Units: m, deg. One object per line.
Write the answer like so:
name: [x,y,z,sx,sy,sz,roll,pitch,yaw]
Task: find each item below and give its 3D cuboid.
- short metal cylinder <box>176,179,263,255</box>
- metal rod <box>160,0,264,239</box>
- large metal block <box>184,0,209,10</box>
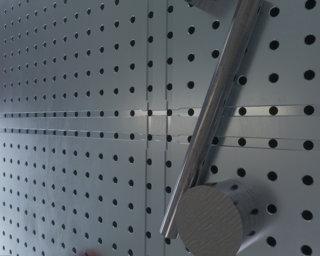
short metal cylinder: [0.065,0.099,0.340,0.080,0.050,0.080,0,90,40]
metal rod: [0.055,-0.003,0.363,0.025,0.025,0.298,28,107,36]
large metal block: [0.038,-0.202,0.362,0.080,0.050,0.080,-50,61,28]
